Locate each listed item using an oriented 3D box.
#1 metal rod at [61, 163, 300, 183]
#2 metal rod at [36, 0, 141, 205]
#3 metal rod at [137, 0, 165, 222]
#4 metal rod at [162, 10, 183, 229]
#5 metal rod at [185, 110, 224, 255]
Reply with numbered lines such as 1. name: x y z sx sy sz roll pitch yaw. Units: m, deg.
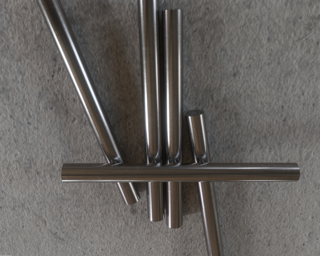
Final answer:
1. metal rod: 0.027 0.058 0.403 0.302 0.025 0.025 0 110 -1
2. metal rod: -0.087 -0.030 0.397 0.025 0.025 0.298 -17 110 6
3. metal rod: -0.010 -0.009 0.406 0.025 0.025 0.298 -2 110 0
4. metal rod: 0.018 0.003 0.410 0.025 0.025 0.298 -2 110 0
5. metal rod: 0.072 0.118 0.454 0.025 0.025 0.298 -10 110 3
